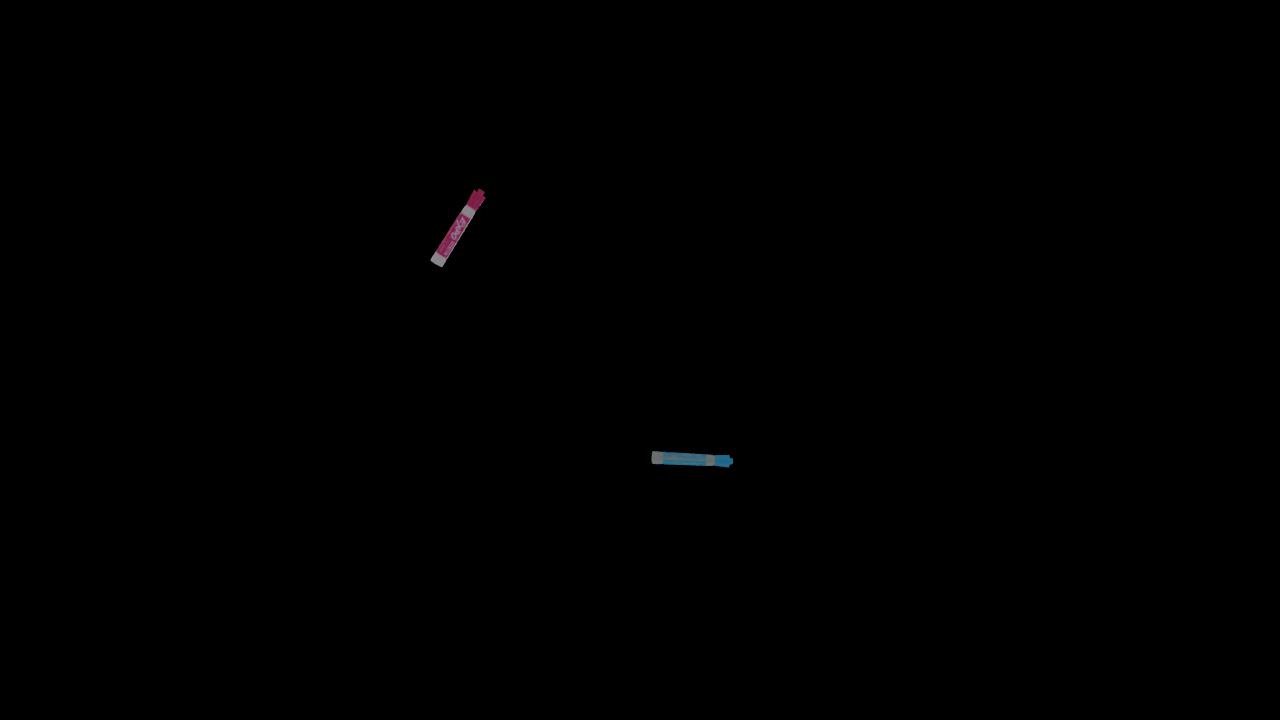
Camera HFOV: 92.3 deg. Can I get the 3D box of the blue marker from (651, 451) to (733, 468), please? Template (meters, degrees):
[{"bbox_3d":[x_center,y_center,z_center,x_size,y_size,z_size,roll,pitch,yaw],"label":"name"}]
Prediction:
[{"bbox_3d":[0.078,0.147,0.909,0.121,0.020,0.020,4,0,-6],"label":"blue marker"}]

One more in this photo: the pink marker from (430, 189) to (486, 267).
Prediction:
[{"bbox_3d":[-0.251,-0.184,0.854,0.020,0.121,0.020,34,5,-4],"label":"pink marker"}]
